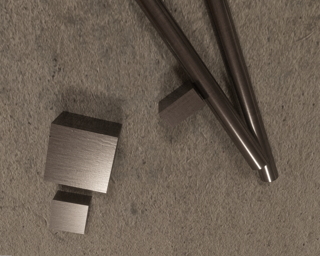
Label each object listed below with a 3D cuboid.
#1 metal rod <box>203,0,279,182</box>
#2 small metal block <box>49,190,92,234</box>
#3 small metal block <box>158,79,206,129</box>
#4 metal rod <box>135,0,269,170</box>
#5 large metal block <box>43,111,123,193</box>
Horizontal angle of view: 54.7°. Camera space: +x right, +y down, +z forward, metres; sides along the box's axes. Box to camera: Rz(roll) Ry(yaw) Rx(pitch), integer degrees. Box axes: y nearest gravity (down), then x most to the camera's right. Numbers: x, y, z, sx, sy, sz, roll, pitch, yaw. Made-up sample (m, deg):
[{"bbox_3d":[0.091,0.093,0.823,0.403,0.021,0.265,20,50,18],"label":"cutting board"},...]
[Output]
[{"bbox_3d":[0.100,-0.061,0.388,0.025,0.025,0.299,-20,109,7],"label":"metal rod"},{"bbox_3d":[-0.131,0.123,0.453,0.050,0.025,0.050,11,110,-5],"label":"small metal block"},{"bbox_3d":[0.026,-0.031,0.386,0.050,0.050,0.025,-36,106,12],"label":"small metal block"},{"bbox_3d":[0.043,-0.070,0.372,0.025,0.025,0.299,-34,102,11],"label":"metal rod"},{"bbox_3d":[-0.099,0.031,0.406,0.081,0.050,0.079,13,110,-5],"label":"large metal block"}]
